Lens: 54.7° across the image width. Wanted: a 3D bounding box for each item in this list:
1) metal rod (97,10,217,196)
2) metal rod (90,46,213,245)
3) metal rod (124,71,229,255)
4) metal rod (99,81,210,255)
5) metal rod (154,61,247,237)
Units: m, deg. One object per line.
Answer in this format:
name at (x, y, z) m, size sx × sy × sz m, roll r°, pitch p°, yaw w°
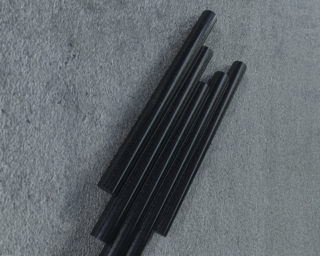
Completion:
metal rod at (0.007, -0.049, 0.414) m, size 0.025 × 0.025 × 0.300 m, roll 44°, pitch 64°, yaw -32°
metal rod at (0.000, 0.006, 0.408) m, size 0.025 × 0.025 × 0.300 m, roll 44°, pitch 63°, yaw -32°
metal rod at (0.029, 0.039, 0.433) m, size 0.025 × 0.025 × 0.300 m, roll 44°, pitch 64°, yaw -32°
metal rod at (-0.006, 0.059, 0.403) m, size 0.025 × 0.025 × 0.300 m, roll 44°, pitch 63°, yaw -32°
metal rod at (0.065, 0.017, 0.463) m, size 0.025 × 0.025 × 0.300 m, roll 44°, pitch 64°, yaw -32°
